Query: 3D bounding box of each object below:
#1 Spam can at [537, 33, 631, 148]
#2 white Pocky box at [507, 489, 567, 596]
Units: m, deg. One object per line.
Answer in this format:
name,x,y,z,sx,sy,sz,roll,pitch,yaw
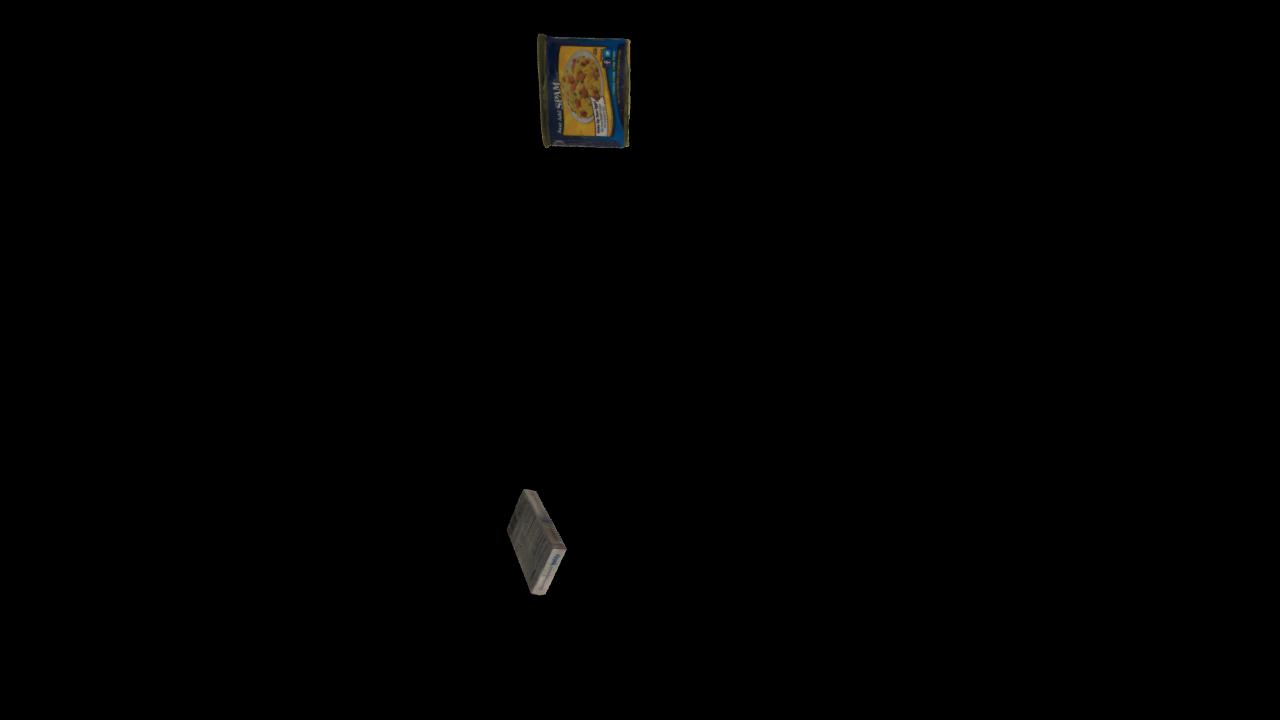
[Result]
Spam can,-0.052,-0.260,0.598,0.085,0.101,0.058,1,28,0
white Pocky box,-0.162,0.274,0.942,0.028,0.084,0.154,17,13,-32
